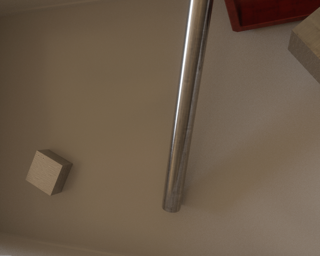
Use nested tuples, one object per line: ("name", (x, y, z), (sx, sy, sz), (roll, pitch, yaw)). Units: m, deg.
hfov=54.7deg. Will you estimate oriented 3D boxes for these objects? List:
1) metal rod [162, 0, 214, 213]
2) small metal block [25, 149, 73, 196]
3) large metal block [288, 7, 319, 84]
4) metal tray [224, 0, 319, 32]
("metal rod", (0.031, -0.035, 0.353), (0.025, 0.025, 0.298), (14, 112, 19))
("small metal block", (-0.167, 0.066, 0.468), (0.050, 0.025, 0.050), (26, 98, 17))
("large metal block", (0.181, -0.078, 0.318), (0.050, 0.080, 0.080), (-40, 78, 15))
("metal tray", (0.136, -0.147, 0.325), (0.130, 0.090, 0.030), (-5, 76, 19))
